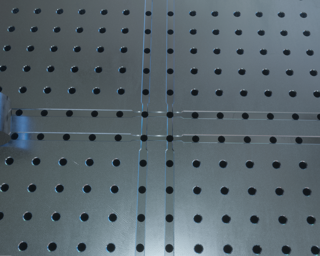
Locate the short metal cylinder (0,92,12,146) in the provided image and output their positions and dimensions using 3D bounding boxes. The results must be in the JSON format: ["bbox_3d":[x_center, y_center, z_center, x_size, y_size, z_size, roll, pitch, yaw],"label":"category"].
[{"bbox_3d":[-0.229,-0.011,0.385,0.081,0.080,0.050,-7,70,-3],"label":"short metal cylinder"}]
